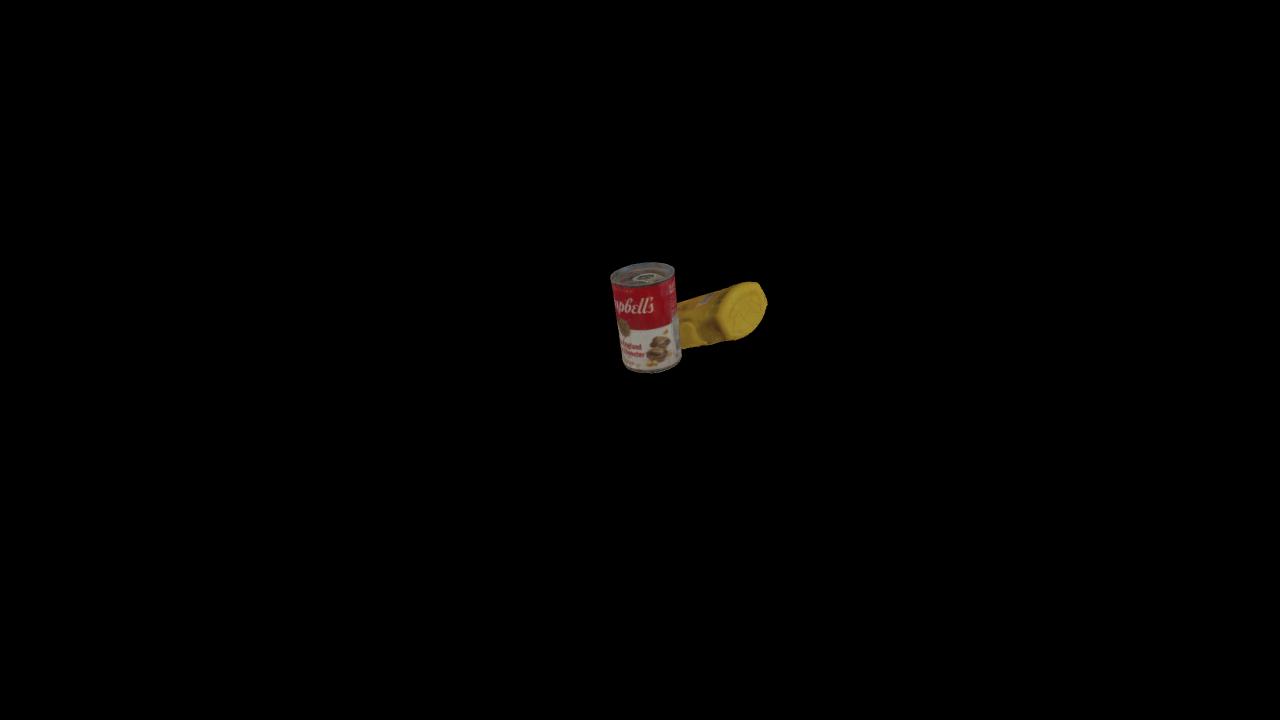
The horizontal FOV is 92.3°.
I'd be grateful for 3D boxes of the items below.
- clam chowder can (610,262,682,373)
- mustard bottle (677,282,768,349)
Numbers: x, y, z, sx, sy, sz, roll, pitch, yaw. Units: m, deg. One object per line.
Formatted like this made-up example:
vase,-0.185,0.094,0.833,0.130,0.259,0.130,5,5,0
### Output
clam chowder can,0.008,-0.045,0.656,0.068,0.102,0.068,-6,27,3
mustard bottle,0.056,-0.045,0.735,0.184,0.054,0.092,-10,29,50
